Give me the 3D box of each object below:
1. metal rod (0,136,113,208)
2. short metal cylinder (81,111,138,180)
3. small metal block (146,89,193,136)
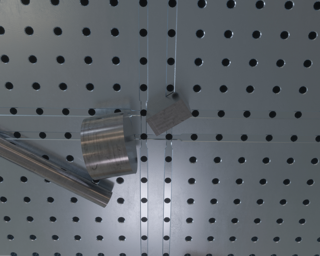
[{"bbox_3d":[-0.204,0.032,0.423,0.301,0.025,0.025,29,107,-11],"label":"metal rod"},{"bbox_3d":[-0.062,0.022,0.392,0.050,0.080,0.079,-10,110,3],"label":"short metal cylinder"},{"bbox_3d":[0.011,-0.021,0.392,0.050,0.050,0.025,-30,108,10],"label":"small metal block"}]
